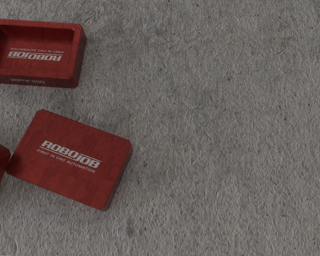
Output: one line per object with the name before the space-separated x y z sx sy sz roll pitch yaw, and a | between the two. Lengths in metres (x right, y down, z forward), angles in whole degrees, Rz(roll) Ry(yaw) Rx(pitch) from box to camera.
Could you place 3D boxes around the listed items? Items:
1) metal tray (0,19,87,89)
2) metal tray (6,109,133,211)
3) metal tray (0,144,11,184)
metal tray | -0.179 -0.107 0.442 0.131 0.030 0.090 4 70 1
metal tray | -0.111 0.039 0.390 0.131 0.030 0.090 19 71 7
metal tray | -0.252 0.039 0.367 0.130 0.030 0.090 27 101 10
